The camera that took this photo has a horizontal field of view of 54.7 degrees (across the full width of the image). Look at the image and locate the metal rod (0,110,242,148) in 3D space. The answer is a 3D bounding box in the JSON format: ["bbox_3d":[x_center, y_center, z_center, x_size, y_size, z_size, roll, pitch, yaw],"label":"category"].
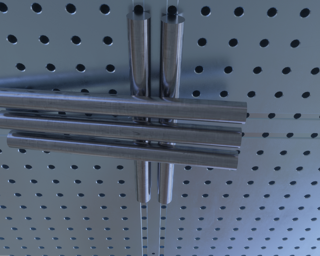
[{"bbox_3d":[-0.054,0.000,0.384,0.302,0.025,0.025,4,131,6],"label":"metal rod"}]

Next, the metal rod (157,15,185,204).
[{"bbox_3d":[0.010,0.002,0.414,0.025,0.025,0.298,1,130,-1],"label":"metal rod"}]

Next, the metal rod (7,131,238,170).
[{"bbox_3d":[-0.052,0.028,0.407,0.302,0.025,0.025,5,131,6],"label":"metal rod"}]

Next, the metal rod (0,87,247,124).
[{"bbox_3d":[-0.055,-0.027,0.361,0.302,0.025,0.025,4,131,6],"label":"metal rod"}]

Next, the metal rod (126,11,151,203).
[{"bbox_3d":[-0.025,-0.001,0.411,0.025,0.025,0.298,1,130,-1],"label":"metal rod"}]
